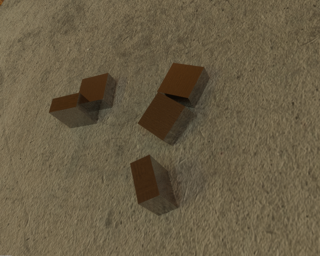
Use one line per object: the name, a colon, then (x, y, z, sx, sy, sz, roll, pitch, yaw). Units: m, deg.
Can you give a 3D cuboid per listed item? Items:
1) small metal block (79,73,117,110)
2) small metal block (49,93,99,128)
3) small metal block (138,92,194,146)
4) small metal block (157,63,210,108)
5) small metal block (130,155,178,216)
small metal block: (-0.100, -0.055, 0.490, 0.050, 0.025, 0.050, -9, 58, 23)
small metal block: (-0.130, -0.025, 0.472, 0.050, 0.050, 0.025, -9, 58, 23)
small metal block: (0.007, -0.012, 0.402, 0.050, 0.025, 0.050, 33, 90, 38)
small metal block: (0.032, -0.059, 0.423, 0.050, 0.025, 0.050, 16, 70, 34)
small metal block: (-0.007, 0.066, 0.351, 0.025, 0.050, 0.050, -26, 53, 13)
